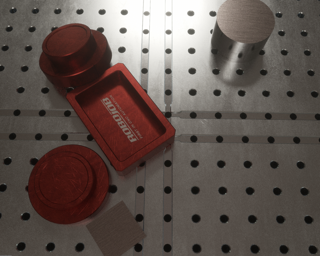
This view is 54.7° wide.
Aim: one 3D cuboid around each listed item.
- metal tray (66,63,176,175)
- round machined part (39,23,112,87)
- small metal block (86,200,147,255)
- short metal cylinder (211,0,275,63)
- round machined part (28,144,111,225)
[{"bbox_3d":[-0.052,-0.014,0.413,0.090,0.030,0.130,-34,74,-12],"label":"metal tray"},{"bbox_3d":[-0.119,-0.105,0.424,0.098,0.042,0.098,-6,53,9],"label":"round machined part"},{"bbox_3d":[-0.051,0.122,0.366,0.050,0.025,0.050,-34,74,-12],"label":"small metal block"},{"bbox_3d":[0.119,-0.143,0.452,0.081,0.050,0.080,0,70,0],"label":"short metal cylinder"},{"bbox_3d":[-0.111,0.066,0.377,0.099,0.042,0.098,0,70,-1],"label":"round machined part"}]
